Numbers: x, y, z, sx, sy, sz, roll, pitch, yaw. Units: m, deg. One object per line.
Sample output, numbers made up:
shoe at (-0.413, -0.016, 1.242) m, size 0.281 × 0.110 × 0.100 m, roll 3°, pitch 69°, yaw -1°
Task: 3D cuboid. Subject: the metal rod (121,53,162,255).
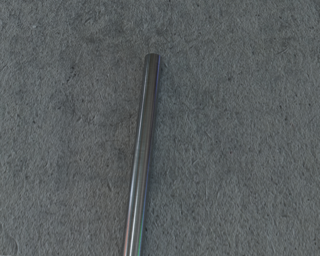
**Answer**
metal rod at (-0.022, 0.040, 0.393) m, size 0.025 × 0.025 × 0.299 m, roll 5°, pitch 70°, yaw 2°
